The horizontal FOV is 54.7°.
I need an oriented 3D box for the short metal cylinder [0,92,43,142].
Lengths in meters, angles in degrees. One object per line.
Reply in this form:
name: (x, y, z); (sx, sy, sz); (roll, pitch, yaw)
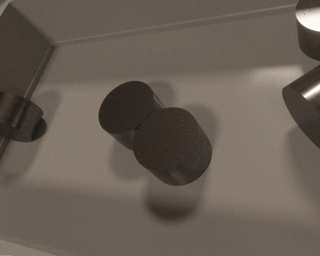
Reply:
short metal cylinder: (-0.239, -0.016, 0.503); (0.080, 0.080, 0.050); (1, 62, 28)

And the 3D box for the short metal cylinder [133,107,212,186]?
short metal cylinder: (0.015, 0.022, 0.367); (0.080, 0.050, 0.080); (-13, 56, 20)

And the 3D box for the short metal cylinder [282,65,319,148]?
short metal cylinder: (0.164, -0.020, 0.297); (0.050, 0.080, 0.080); (-33, 52, 6)

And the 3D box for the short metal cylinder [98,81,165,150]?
short metal cylinder: (-0.034, -0.016, 0.416); (0.080, 0.050, 0.080); (-13, 56, 20)

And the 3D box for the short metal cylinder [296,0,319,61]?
short metal cylinder: (0.203, -0.124, 0.359); (0.080, 0.050, 0.080); (-13, 56, 20)
